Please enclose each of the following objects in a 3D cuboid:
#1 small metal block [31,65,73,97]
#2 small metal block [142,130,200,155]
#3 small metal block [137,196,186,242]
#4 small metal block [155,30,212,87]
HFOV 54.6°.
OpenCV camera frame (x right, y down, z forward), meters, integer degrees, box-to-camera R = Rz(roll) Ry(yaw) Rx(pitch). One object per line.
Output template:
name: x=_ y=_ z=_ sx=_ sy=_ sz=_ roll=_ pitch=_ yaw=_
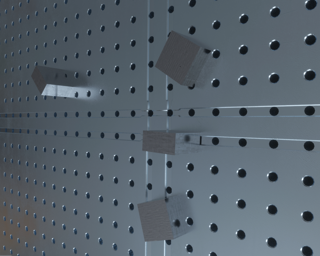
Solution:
small metal block: x=-0.193 y=-0.083 z=0.555 sx=0.025 sy=0.050 sz=0.050 roll=-51 pitch=60 yaw=28
small metal block: x=0.014 y=0.017 z=0.382 sx=0.050 sy=0.050 sz=0.025 roll=4 pitch=93 yaw=40
small metal block: x=0.001 y=0.120 z=0.410 sx=0.050 sy=0.025 sz=0.050 roll=-21 pitch=77 yaw=38
small metal block: x=0.028 y=-0.086 z=0.387 sx=0.050 sy=0.025 sz=0.050 roll=41 pitch=115 yaw=32
